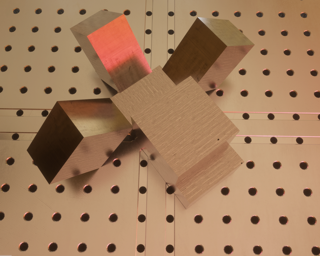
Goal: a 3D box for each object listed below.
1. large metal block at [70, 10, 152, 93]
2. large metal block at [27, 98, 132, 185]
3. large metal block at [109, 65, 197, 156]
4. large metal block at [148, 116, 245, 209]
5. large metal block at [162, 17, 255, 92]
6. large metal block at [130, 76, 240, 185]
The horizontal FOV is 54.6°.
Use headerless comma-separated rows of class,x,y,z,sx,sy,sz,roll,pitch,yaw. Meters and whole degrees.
large metal block,-0.064,-0.101,0.403,0.050,0.080,0.080,-36,35,-12
large metal block,-0.092,0.012,0.362,0.050,0.080,0.080,50,119,16
large metal block,-0.007,-0.021,0.406,0.080,0.050,0.080,-36,74,-12
large metal block,0.041,0.040,0.383,0.080,0.050,0.080,-35,73,-13
large metal block,0.063,-0.092,0.400,0.050,0.080,0.081,50,38,16
large metal block,0.025,0.004,0.343,0.080,0.050,0.080,-35,74,-13
